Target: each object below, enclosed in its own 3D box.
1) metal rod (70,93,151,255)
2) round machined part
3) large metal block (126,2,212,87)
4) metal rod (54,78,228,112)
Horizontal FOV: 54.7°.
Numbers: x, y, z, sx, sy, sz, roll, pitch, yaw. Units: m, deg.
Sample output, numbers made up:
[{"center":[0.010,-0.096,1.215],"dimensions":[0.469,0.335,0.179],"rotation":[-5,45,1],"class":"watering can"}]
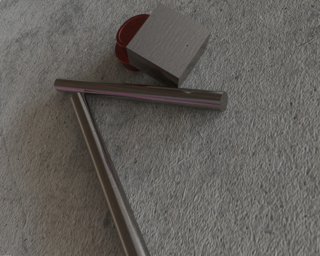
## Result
[{"center":[-0.072,0.054,0.406],"dimensions":[0.025,0.025,0.300],"rotation":[-35,52,5],"class":"metal rod"},{"center":[-0.030,-0.142,0.494],"dimensions":[0.098,0.042,0.098],"rotation":[-13,56,20],"class":"round machined part"},{"center":[0.012,-0.110,0.427],"dimensions":[0.080,0.050,0.080],"rotation":[32,78,7],"class":"large metal block"},{"center":[-0.047,-0.054,0.459],"dimensions":[0.300,0.025,0.025],"rotation":[10,67,31],"class":"metal rod"}]
